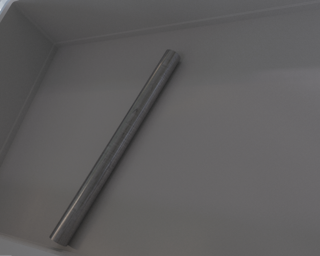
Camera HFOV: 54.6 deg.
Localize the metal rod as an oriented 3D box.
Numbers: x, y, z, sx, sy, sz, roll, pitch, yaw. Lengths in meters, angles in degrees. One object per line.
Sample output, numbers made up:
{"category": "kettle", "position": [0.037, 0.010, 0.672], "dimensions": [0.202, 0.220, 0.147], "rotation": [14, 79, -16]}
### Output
{"category": "metal rod", "position": [-0.054, 0.016, 0.424], "dimensions": [0.025, 0.025, 0.300], "rotation": [20, 72, 35]}
